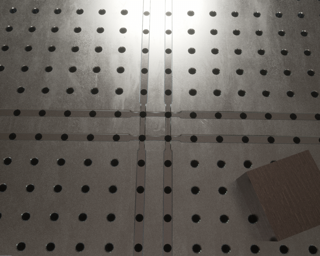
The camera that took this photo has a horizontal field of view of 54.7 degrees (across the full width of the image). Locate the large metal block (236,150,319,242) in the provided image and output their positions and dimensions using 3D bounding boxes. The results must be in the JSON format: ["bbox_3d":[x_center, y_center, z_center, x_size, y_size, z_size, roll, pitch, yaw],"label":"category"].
[{"bbox_3d":[0.150,0.082,0.371,0.081,0.050,0.080,-18,71,-7],"label":"large metal block"}]
